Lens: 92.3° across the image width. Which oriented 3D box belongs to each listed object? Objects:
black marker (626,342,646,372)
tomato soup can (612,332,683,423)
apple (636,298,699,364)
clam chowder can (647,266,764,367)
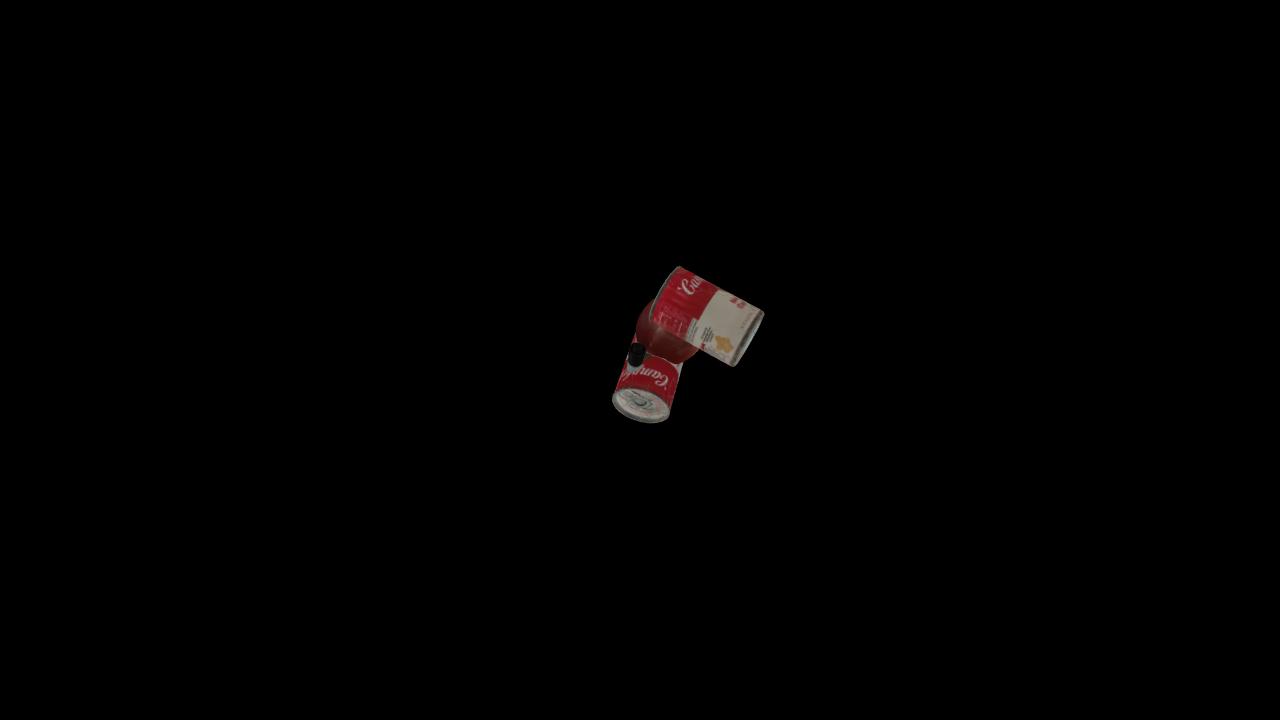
[{"bbox_3d":[-0.009,0.021,0.700,0.020,0.020,0.121,0,-37,-8],"label":"black marker"},{"bbox_3d":[0.014,0.013,0.712,0.068,0.101,0.068,13,-36,9],"label":"tomato soup can"},{"bbox_3d":[0.038,-0.038,0.703,0.079,0.093,0.079,33,18,-12],"label":"apple"},{"bbox_3d":[0.069,-0.045,0.641,0.102,0.068,0.068,31,7,12],"label":"clam chowder can"}]
